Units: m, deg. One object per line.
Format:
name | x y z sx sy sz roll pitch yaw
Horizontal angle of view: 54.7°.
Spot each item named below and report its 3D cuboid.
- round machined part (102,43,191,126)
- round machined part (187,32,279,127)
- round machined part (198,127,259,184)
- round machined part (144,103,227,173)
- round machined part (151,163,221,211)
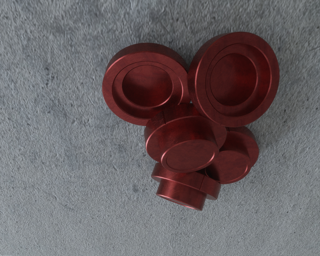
round machined part | -0.014 -0.052 0.353 0.099 0.042 0.097 -1 130 0
round machined part | 0.075 -0.053 0.336 0.099 0.042 0.097 -5 105 -17
round machined part | 0.089 0.042 0.434 0.099 0.042 0.097 -1 130 0
round machined part | 0.032 0.019 0.371 0.099 0.042 0.097 -7 141 -5
round machined part | 0.033 0.086 0.438 0.098 0.042 0.098 18 165 6
